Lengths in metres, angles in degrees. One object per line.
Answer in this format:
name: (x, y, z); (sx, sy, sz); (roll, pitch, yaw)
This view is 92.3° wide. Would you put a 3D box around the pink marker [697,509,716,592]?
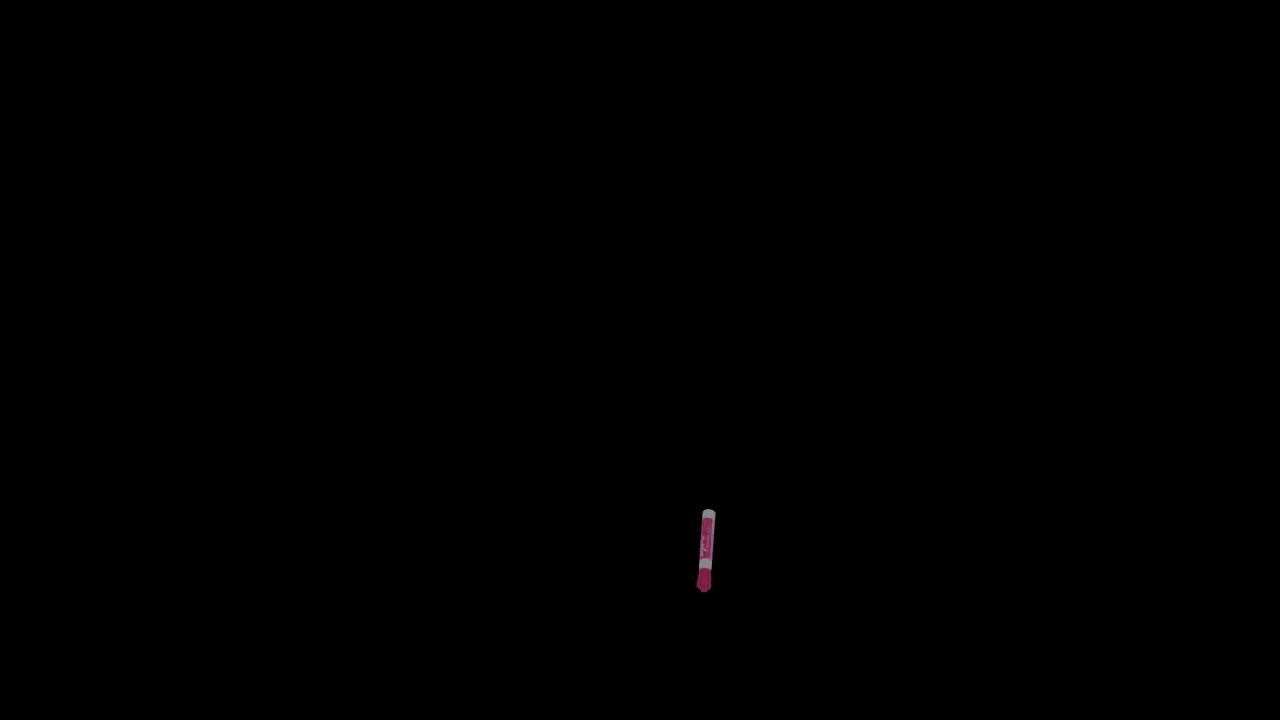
pink marker: (0.090, 0.257, 0.834); (0.020, 0.020, 0.121); (0, 40, 11)
